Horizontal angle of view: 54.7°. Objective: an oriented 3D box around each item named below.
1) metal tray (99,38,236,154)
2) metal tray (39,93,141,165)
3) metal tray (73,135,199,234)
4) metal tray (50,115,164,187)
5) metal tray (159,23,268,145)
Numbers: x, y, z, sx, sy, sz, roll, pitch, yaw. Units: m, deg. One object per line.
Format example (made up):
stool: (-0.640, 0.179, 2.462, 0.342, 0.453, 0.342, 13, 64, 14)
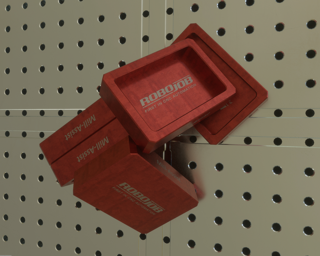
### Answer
metal tray: (0.011, -0.041, 0.348, 0.131, 0.030, 0.090, -31, 76, -29)
metal tray: (-0.078, 0.000, 0.404, 0.130, 0.090, 0.030, -34, 79, 16)
metal tray: (-0.026, 0.074, 0.371, 0.090, 0.130, 0.030, -34, 38, 17)
metal tray: (-0.062, 0.025, 0.397, 0.130, 0.090, 0.030, -34, 79, 16)
metal tray: (0.057, -0.054, 0.388, 0.090, 0.030, 0.130, -45, 77, 14)
